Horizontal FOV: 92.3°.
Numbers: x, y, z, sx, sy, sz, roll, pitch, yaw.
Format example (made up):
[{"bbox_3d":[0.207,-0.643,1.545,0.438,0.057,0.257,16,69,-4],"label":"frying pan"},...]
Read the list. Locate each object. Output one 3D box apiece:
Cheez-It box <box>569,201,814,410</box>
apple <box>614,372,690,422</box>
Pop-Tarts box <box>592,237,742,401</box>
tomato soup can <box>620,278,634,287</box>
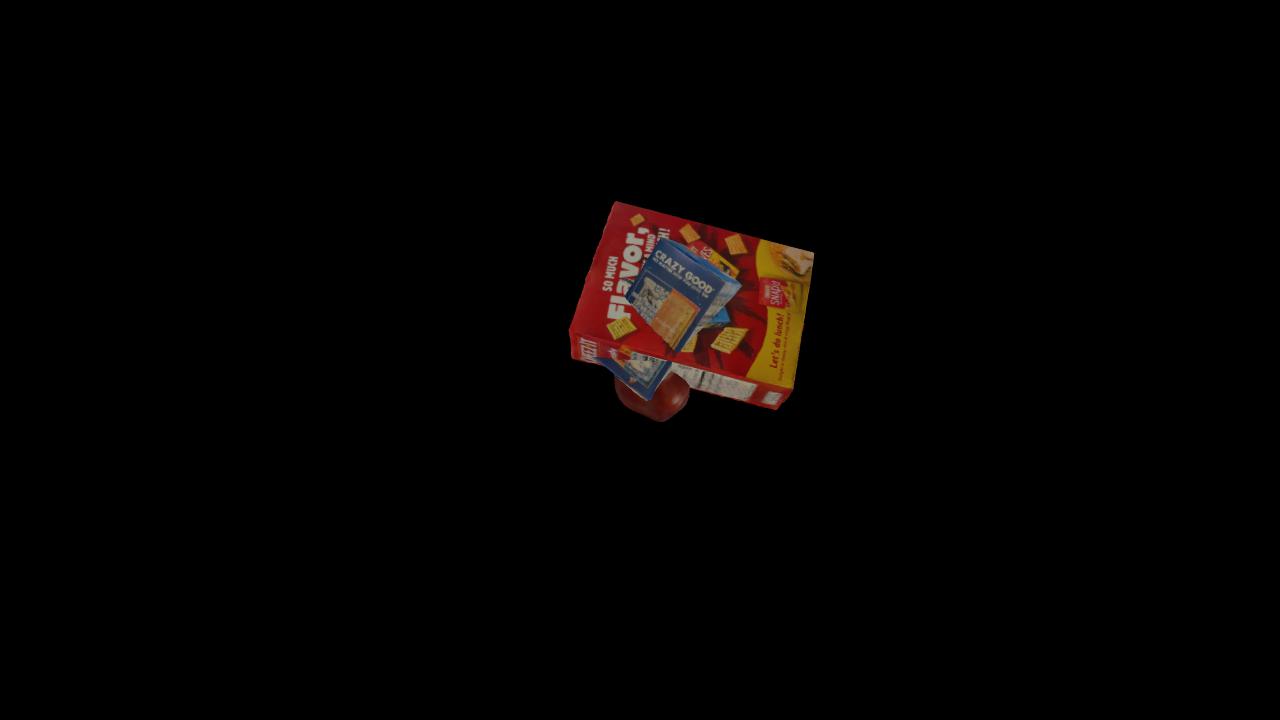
[{"bbox_3d":[0.055,-0.057,0.636,0.223,0.166,0.071,14,-26,3],"label":"Cheez-It box"},{"bbox_3d":[0.014,0.023,0.635,0.079,0.079,0.093,0,-33,16],"label":"apple"},{"bbox_3d":[0.045,-0.044,0.660,0.083,0.141,0.167,38,18,16],"label":"Pop-Tarts box"},{"bbox_3d":[0.012,-0.064,0.651,0.068,0.068,0.101,0,15,44],"label":"tomato soup can"}]
